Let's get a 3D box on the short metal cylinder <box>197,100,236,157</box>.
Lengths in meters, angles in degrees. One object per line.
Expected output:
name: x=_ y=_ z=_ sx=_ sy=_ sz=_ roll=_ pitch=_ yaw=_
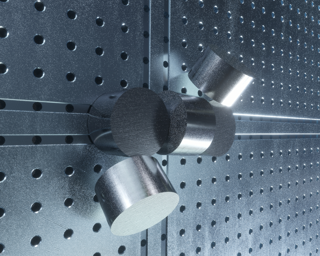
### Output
short metal cylinder: x=0.064 y=0.000 z=0.448 sx=0.081 sy=0.050 sz=0.079 roll=0 pitch=90 yaw=-40

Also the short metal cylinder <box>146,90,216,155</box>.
short metal cylinder: x=0.024 y=-0.005 z=0.395 sx=0.050 sy=0.080 sz=0.080 roll=6 pitch=86 yaw=-40

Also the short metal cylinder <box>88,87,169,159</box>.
short metal cylinder: x=-0.036 y=-0.006 z=0.363 sx=0.081 sy=0.050 sz=0.079 roll=0 pitch=90 yaw=-40

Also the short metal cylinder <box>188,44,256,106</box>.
short metal cylinder: x=0.087 y=-0.075 z=0.440 sx=0.081 sy=0.080 sz=0.050 roll=11 pitch=125 yaw=-40

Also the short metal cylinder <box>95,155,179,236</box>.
short metal cylinder: x=-0.026 y=0.076 z=0.346 sx=0.081 sy=0.050 sz=0.080 roll=-21 pitch=144 yaw=-16
